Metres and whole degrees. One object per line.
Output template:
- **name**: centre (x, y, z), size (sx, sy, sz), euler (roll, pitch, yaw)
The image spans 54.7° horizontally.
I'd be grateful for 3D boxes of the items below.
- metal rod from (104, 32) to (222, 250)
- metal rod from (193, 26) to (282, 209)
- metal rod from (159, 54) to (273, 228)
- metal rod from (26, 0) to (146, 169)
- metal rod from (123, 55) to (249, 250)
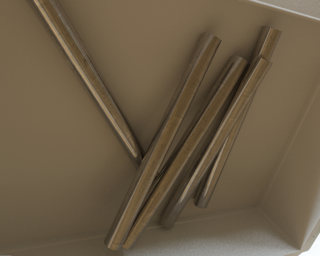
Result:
- **metal rod**: centre (0.000, 0.022, 0.396), size (0.025, 0.025, 0.298), euler (20, 99, -36)
- **metal rod**: centre (0.109, -0.001, 0.469), size (0.025, 0.025, 0.298), euler (3, 117, -30)
- **metal rod**: centre (0.073, 0.033, 0.457), size (0.025, 0.025, 0.298), euler (11, 117, -34)
- **metal rod**: centre (-0.060, -0.023, 0.362), size (0.025, 0.025, 0.299), euler (-33, 129, -7)
- **metal rod**: centre (0.030, 0.036, 0.424), size (0.025, 0.025, 0.299), euler (28, 95, -38)
